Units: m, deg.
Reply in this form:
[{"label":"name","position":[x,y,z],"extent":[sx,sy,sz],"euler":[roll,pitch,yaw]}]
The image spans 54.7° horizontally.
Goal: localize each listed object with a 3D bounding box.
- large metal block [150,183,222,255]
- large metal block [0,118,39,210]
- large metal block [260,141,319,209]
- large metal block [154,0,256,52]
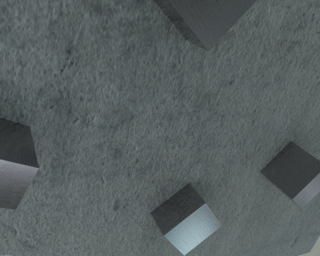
[{"label":"large metal block","position":[0.044,0.151,0.510],"extent":[0.080,0.050,0.080],"euler":[-37,130,-4]},{"label":"large metal block","position":[-0.170,0.026,0.295],"extent":[0.080,0.080,0.050],"euler":[22,106,-37]},{"label":"large metal block","position":[0.247,0.084,0.562],"extent":[0.080,0.080,0.050],"euler":[-46,130,4]},{"label":"large metal block","position":[0.046,-0.144,0.328],"extent":[0.080,0.050,0.080],"euler":[-47,130,4]}]
